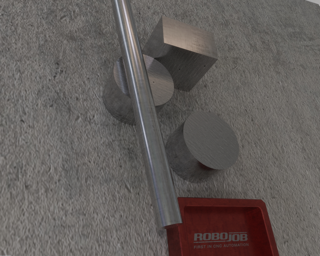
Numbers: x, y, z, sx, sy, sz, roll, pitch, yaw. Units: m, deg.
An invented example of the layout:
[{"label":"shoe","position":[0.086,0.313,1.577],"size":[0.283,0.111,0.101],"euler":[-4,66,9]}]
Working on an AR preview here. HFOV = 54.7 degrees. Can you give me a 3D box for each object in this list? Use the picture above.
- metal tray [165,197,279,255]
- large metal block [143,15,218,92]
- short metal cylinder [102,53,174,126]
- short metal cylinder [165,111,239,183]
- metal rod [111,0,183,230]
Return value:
[{"label":"metal tray","position":[0.074,0.130,0.360],"size":[0.131,0.030,0.090],"euler":[7,58,-24]},{"label":"large metal block","position":[0.024,-0.102,0.443],"size":[0.081,0.080,0.050],"euler":[11,57,-23]},{"label":"short metal cylinder","position":[-0.029,-0.050,0.402],"size":[0.081,0.050,0.080],"euler":[14,56,-21]},{"label":"short metal cylinder","position":[0.054,0.025,0.401],"size":[0.081,0.050,0.080],"euler":[14,56,-21]},{"label":"metal rod","position":[-0.022,-0.040,0.352],"size":[0.025,0.025,0.299],"euler":[1,62,-28]}]
